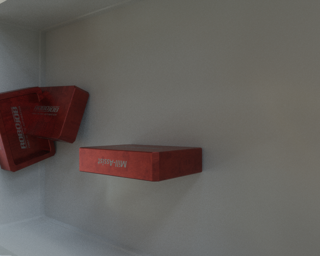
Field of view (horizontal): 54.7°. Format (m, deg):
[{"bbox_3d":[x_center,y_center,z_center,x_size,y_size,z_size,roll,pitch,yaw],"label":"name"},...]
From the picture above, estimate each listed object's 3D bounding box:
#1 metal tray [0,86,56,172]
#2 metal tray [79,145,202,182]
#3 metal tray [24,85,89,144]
[{"bbox_3d":[-0.239,0.000,0.536,0.030,0.091,0.129,2,107,35],"label":"metal tray"},{"bbox_3d":[-0.025,0.039,0.383,0.130,0.091,0.030,0,90,39],"label":"metal tray"},{"bbox_3d":[-0.186,-0.025,0.536,0.130,0.030,0.090,4,75,39],"label":"metal tray"}]
